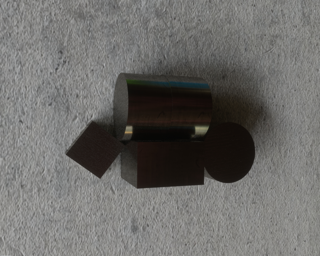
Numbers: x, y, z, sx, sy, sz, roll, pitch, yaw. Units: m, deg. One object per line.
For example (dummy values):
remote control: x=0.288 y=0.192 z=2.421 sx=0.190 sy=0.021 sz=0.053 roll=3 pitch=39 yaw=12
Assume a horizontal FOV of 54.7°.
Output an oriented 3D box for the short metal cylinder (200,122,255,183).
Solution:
short metal cylinder: x=0.082 y=0.032 z=0.427 sx=0.081 sy=0.050 sz=0.079 roll=0 pitch=90 yaw=-20

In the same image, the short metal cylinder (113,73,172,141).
short metal cylinder: x=-0.023 y=-0.025 z=0.373 sx=0.050 sy=0.080 sz=0.079 roll=1 pitch=90 yaw=-20

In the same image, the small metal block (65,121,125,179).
small metal block: x=-0.080 y=0.026 z=0.381 sx=0.050 sy=0.025 sz=0.050 roll=40 pitch=77 yaw=-16

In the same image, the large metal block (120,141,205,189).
large metal block: x=0.000 y=0.040 z=0.382 sx=0.081 sy=0.080 sz=0.050 roll=1 pitch=90 yaw=-20

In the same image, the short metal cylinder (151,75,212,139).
short metal cylinder: x=0.024 y=-0.025 z=0.390 sx=0.050 sy=0.080 sz=0.079 roll=1 pitch=90 yaw=-20
